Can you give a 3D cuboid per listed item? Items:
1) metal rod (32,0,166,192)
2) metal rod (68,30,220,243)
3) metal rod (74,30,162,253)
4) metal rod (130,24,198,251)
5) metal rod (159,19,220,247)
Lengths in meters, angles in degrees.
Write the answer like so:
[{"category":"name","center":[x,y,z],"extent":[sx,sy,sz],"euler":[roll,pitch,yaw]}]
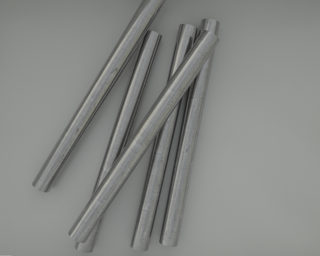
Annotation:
[{"category":"metal rod","center":[-0.078,-0.048,0.400],"extent":[0.025,0.025,0.299],"euler":[32,94,0]},{"category":"metal rod","center":[-0.020,0.010,0.384],"extent":[0.025,0.025,0.299],"euler":[34,90,0]},{"category":"metal rod","center":[-0.055,0.017,0.410],"extent":[0.025,0.025,0.298],"euler":[18,90,0]},{"category":"metal rod","center":[0.005,0.012,0.411],"extent":[0.025,0.025,0.298],"euler":[13,90,0]},{"category":"metal rod","center":[0.039,0.006,0.411],"extent":[0.025,0.025,0.298],"euler":[11,90,0]}]
